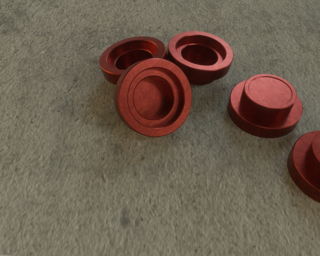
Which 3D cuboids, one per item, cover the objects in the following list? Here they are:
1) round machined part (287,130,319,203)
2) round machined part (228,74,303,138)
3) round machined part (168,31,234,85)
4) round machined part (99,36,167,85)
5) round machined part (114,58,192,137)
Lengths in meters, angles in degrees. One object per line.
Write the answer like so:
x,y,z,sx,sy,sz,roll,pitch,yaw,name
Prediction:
0.206,0.040,0.362,0.099,0.042,0.098,0,50,0,round machined part
0.146,-0.037,0.425,0.099,0.042,0.098,0,50,0,round machined part
0.059,-0.103,0.476,0.099,0.042,0.098,4,49,-5,round machined part
-0.036,-0.093,0.462,0.099,0.042,0.098,-7,45,7,round machined part
-0.011,-0.039,0.402,0.099,0.097,0.042,-24,15,-19,round machined part
